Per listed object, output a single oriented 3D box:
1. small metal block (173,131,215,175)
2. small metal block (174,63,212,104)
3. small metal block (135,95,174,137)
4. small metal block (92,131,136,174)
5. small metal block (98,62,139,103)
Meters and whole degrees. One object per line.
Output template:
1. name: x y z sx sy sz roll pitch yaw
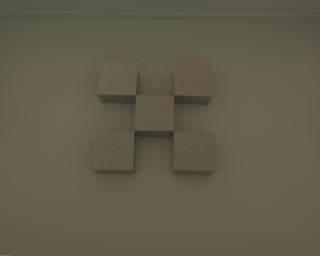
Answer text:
1. small metal block: 0.042 0.032 0.396 0.050 0.025 0.050 1 70 0
2. small metal block: 0.045 -0.062 0.430 0.050 0.025 0.050 2 70 1
3. small metal block: -0.007 -0.016 0.413 0.050 0.025 0.050 1 70 0
4. small metal block: -0.057 0.031 0.396 0.050 0.025 0.050 1 70 0
5. small metal block: -0.056 -0.063 0.430 0.050 0.025 0.050 2 70 0
